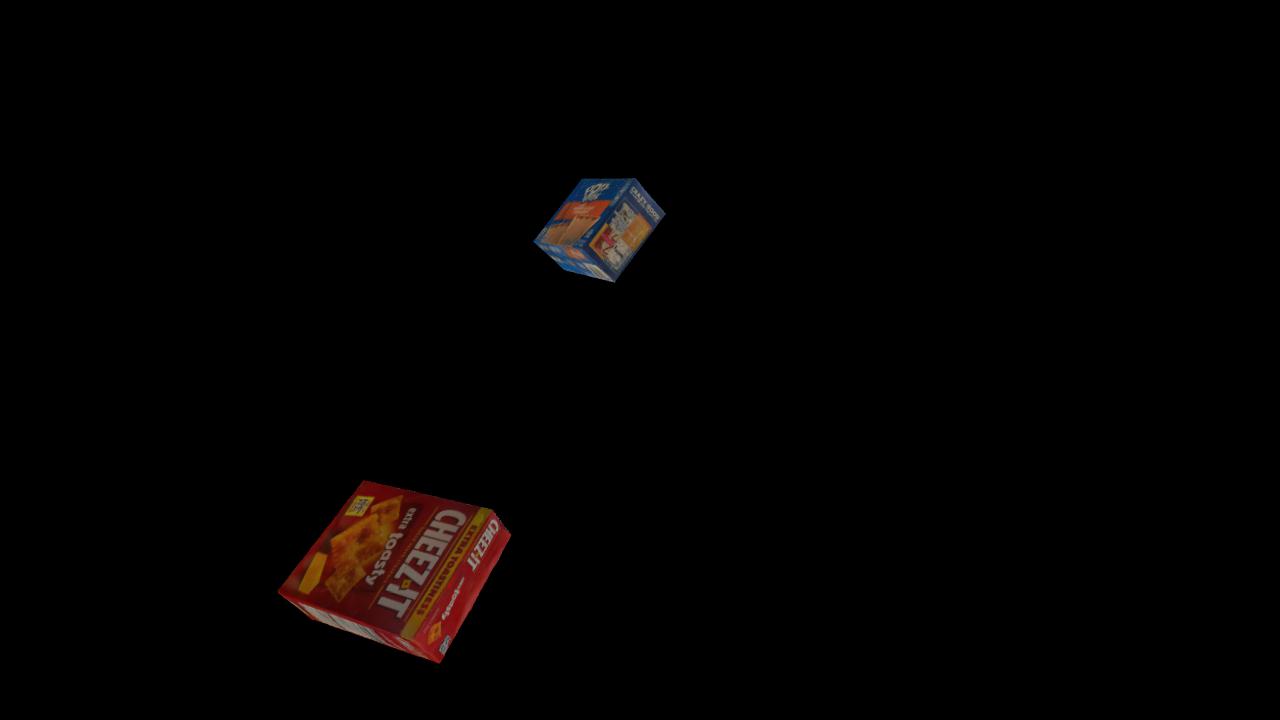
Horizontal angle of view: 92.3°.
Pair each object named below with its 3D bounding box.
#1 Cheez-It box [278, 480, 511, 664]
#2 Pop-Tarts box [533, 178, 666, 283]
[{"bbox_3d":[-0.293,0.246,0.743,0.223,0.071,0.166,5,46,26],"label":"Cheez-It box"},{"bbox_3d":[-0.069,-0.212,0.985,0.083,0.141,0.167,43,-12,-36],"label":"Pop-Tarts box"}]
